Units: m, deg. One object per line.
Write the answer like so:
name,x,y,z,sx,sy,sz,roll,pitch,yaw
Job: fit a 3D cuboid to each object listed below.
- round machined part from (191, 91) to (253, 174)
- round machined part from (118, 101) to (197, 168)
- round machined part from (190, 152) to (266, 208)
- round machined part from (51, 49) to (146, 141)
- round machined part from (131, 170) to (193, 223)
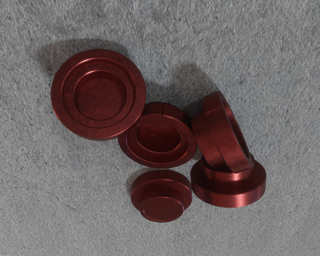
round machined part,0.070,0.008,0.367,0.042,0.098,0.098,-24,126,18
round machined part,-0.001,0.005,0.394,0.099,0.042,0.097,5,134,5
round machined part,0.090,0.058,0.411,0.099,0.098,0.042,-5,115,4
round machined part,-0.065,-0.034,0.343,0.099,0.098,0.042,4,170,-4
round machined part,0.003,0.114,0.493,0.099,0.042,0.097,0,130,0
